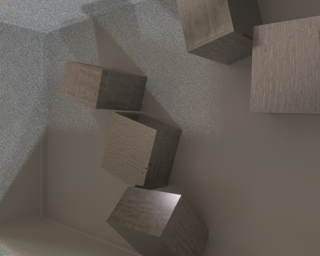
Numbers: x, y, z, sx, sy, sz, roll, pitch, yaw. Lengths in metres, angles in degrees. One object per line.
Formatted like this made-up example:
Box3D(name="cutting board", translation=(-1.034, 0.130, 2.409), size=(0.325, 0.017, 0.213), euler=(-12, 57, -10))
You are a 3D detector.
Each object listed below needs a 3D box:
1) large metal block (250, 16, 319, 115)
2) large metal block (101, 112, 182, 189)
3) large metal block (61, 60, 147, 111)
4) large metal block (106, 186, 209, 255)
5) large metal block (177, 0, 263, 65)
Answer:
Box3D(name="large metal block", translation=(0.132, -0.052, 0.281), size=(0.080, 0.050, 0.079), euler=(4, 92, 40))
Box3D(name="large metal block", translation=(-0.026, 0.028, 0.412), size=(0.080, 0.050, 0.079), euler=(22, 104, 38))
Box3D(name="large metal block", translation=(-0.079, -0.059, 0.436), size=(0.080, 0.081, 0.050), euler=(20, 103, 38))
Box3D(name="large metal block", translation=(-0.001, 0.117, 0.364), size=(0.080, 0.080, 0.050), euler=(0, 45, 40))
Box3D(name="large metal block", translation=(0.064, -0.117, 0.318), size=(0.050, 0.081, 0.080), euler=(-17, 80, 39))
